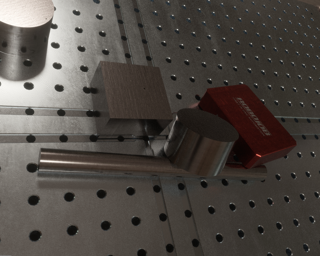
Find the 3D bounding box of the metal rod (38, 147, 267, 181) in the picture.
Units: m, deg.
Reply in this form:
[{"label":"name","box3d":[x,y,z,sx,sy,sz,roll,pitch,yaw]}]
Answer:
[{"label":"metal rod","box3d":[0.011,0.048,0.385,0.302,0.025,0.025,7,59,-25]}]

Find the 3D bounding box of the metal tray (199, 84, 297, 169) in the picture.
[{"label":"metal tray","box3d":[0.130,-0.008,0.465,0.091,0.030,0.130,-11,55,-33]}]

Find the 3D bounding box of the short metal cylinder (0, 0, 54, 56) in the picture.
[{"label":"short metal cylinder","box3d":[-0.176,-0.136,0.381,0.081,0.050,0.080,14,56,-21]}]

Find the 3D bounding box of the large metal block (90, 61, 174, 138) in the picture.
[{"label":"large metal block","box3d":[-0.038,-0.034,0.394,0.081,0.050,0.080,0,62,-28]}]

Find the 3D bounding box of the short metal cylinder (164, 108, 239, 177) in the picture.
[{"label":"short metal cylinder","box3d":[0.051,0.016,0.390,0.081,0.050,0.080,16,26,-8]}]
